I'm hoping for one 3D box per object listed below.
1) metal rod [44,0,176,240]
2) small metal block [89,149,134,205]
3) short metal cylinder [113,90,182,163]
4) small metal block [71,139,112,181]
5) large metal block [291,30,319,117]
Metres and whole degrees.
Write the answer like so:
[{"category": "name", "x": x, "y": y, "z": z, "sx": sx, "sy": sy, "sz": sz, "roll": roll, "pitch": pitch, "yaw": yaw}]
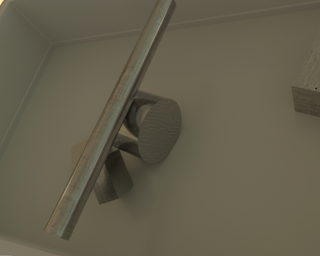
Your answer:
[{"category": "metal rod", "x": -0.044, "y": -0.029, "z": 0.342, "sx": 0.025, "sy": 0.025, "sz": 0.300, "roll": 9, "pitch": 65, "yaw": 31}, {"category": "small metal block", "x": -0.060, "y": 0.057, "z": 0.372, "sx": 0.025, "sy": 0.050, "sz": 0.050, "roll": -21, "pitch": 91, "yaw": 16}, {"category": "short metal cylinder", "x": -0.018, "y": -0.003, "z": 0.380, "sx": 0.050, "sy": 0.080, "sz": 0.080, "roll": 20, "pitch": 72, "yaw": 35}, {"category": "small metal block", "x": -0.093, "y": 0.043, "z": 0.427, "sx": 0.050, "sy": 0.025, "sz": 0.050, "roll": -23, "pitch": 53, "yaw": 13}, {"category": "large metal block", "x": 0.194, "y": -0.053, "z": 0.320, "sx": 0.080, "sy": 0.050, "sz": 0.080, "roll": 21, "pitch": 73, "yaw": 35}]
